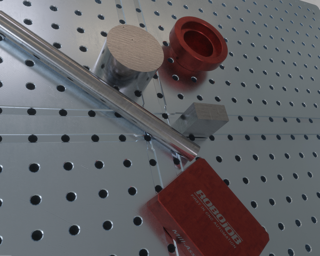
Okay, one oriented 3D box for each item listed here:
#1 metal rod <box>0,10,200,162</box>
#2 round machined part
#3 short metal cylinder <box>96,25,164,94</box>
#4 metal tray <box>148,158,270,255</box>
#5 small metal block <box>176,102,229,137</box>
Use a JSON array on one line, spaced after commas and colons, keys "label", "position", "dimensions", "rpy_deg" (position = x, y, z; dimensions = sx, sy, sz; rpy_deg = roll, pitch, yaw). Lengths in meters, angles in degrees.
[{"label": "metal rod", "position": [-0.078, -0.050, 0.396], "dimensions": [0.301, 0.025, 0.025], "rpy_deg": [34, 51, -6]}, {"label": "round machined part", "position": [0.059, -0.132, 0.510], "dimensions": [0.099, 0.042, 0.098], "rpy_deg": [14, 56, -21]}, {"label": "short metal cylinder", "position": [-0.042, -0.095, 0.428], "dimensions": [0.081, 0.050, 0.080], "rpy_deg": [14, 56, -21]}, {"label": "metal tray", "position": [0.060, 0.111, 0.369], "dimensions": [0.091, 0.030, 0.130], "rpy_deg": [-35, 81, -38]}, {"label": "small metal block", "position": [0.058, -0.010, 0.430], "dimensions": [0.050, 0.050, 0.025], "rpy_deg": [3, 61, -27]}]
